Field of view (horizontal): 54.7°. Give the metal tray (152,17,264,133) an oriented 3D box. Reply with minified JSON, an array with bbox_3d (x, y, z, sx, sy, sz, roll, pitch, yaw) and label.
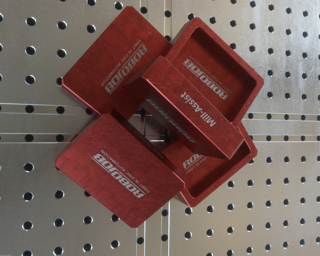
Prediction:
[{"bbox_3d":[0.064,-0.065,0.402,0.130,0.030,0.090,38,78,-17],"label":"metal tray"}]

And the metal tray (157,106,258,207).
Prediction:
[{"bbox_3d":[0.065,0.035,0.434,0.131,0.030,0.090,-35,102,-17],"label":"metal tray"}]

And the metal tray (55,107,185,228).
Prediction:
[{"bbox_3d":[-0.045,0.050,0.374,0.090,0.030,0.130,-43,105,11],"label":"metal tray"}]

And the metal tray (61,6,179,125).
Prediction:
[{"bbox_3d":[-0.048,-0.075,0.392,0.090,0.030,0.130,41,77,-16],"label":"metal tray"}]

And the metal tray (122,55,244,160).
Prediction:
[{"bbox_3d":[0.023,-0.019,0.355,0.130,0.090,0.030,42,77,-16],"label":"metal tray"}]
